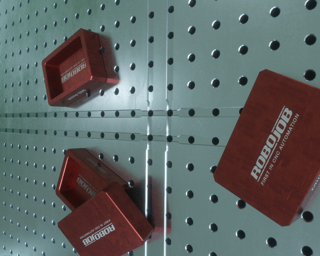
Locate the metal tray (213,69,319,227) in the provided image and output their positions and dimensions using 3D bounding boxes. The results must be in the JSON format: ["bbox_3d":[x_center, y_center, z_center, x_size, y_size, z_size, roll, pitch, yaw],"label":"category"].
[{"bbox_3d":[0.119,0.018,0.309,0.090,0.030,0.129,32,110,35],"label":"metal tray"}]

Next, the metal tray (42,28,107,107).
[{"bbox_3d":[-0.151,-0.099,0.532,0.130,0.030,0.090,-22,76,38],"label":"metal tray"}]

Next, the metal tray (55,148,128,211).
[{"bbox_3d":[-0.115,0.100,0.502,0.130,0.030,0.089,31,109,36],"label":"metal tray"}]

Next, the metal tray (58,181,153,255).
[{"bbox_3d":[-0.083,0.145,0.454,0.130,0.030,0.090,-38,89,32],"label":"metal tray"}]
